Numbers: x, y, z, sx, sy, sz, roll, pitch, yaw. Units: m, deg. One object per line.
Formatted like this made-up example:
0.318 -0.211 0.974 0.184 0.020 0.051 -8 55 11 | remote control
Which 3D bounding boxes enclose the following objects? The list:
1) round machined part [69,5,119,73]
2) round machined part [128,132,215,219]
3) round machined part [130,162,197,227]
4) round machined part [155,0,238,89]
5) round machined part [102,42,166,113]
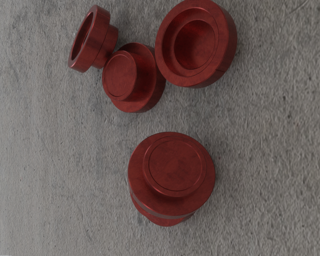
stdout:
-0.096 -0.126 0.457 0.098 0.042 0.098 -37 42 43 | round machined part
0.014 0.048 0.343 0.098 0.099 0.042 63 162 21 | round machined part
0.000 0.076 0.394 0.098 0.042 0.097 0 90 40 | round machined part
0.045 -0.094 0.357 0.098 0.042 0.097 0 90 40 | round machined part
-0.043 -0.070 0.429 0.098 0.042 0.097 0 90 40 | round machined part
